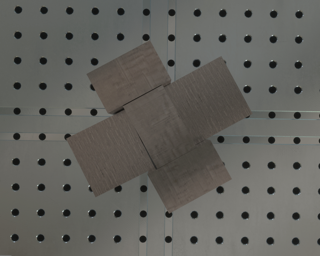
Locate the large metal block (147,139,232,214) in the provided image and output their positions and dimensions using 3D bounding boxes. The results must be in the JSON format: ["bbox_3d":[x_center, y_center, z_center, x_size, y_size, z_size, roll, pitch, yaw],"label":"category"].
[{"bbox_3d":[0.033,0.055,0.386,0.080,0.080,0.050,-29,90,-1],"label":"large metal block"}]

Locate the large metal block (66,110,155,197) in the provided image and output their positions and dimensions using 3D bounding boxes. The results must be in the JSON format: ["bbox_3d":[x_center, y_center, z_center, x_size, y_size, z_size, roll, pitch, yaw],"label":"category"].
[{"bbox_3d":[-0.060,0.031,0.401,0.080,0.050,0.080,-27,90,0],"label":"large metal block"}]

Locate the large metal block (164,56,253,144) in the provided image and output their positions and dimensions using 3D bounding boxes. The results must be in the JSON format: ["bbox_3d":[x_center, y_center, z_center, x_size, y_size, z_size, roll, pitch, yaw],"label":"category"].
[{"bbox_3d":[0.058,-0.034,0.400,0.080,0.050,0.080,-29,92,0],"label":"large metal block"}]

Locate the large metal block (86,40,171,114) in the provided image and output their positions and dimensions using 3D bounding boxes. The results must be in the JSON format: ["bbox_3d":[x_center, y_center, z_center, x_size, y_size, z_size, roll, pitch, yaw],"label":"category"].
[{"bbox_3d":[-0.034,-0.057,0.385,0.080,0.080,0.050,-28,90,0],"label":"large metal block"}]

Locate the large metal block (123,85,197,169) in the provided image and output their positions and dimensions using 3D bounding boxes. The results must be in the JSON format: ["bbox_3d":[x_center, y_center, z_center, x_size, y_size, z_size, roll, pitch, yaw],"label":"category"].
[{"bbox_3d":[0.000,-0.002,0.386,0.050,0.080,0.080,-29,90,0],"label":"large metal block"}]
